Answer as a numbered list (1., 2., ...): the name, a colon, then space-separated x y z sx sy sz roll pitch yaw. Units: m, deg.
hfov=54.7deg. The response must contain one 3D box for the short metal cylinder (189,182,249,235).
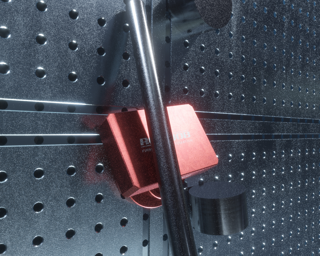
1. short metal cylinder: 0.084 0.112 0.444 0.081 0.080 0.050 -10 97 -40

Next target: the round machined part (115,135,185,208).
1. round machined part: -0.005 0.053 0.394 0.099 0.042 0.097 0 90 -40

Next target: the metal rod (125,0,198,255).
1. metal rod: -0.003 -0.011 0.342 0.025 0.025 0.299 3 68 -40

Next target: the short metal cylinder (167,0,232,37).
1. short metal cylinder: 0.057 -0.176 0.440 0.081 0.050 0.080 0 90 -40

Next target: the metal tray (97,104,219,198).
1. metal tray: 0.001 0.021 0.375 0.131 0.030 0.090 -10 68 -38
